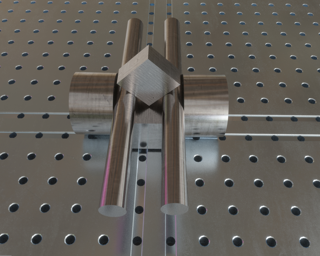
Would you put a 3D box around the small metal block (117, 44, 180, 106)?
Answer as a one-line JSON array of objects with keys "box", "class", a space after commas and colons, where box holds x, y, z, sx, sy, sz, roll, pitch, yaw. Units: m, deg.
[{"box": [-0.013, -0.059, 0.354, 0.050, 0.050, 0.025, -31, 41, 33], "class": "small metal block"}]

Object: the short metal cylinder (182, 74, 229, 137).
[{"box": [0.053, -0.028, 0.391, 0.050, 0.080, 0.080, 0, 50, 1], "class": "short metal cylinder"}]

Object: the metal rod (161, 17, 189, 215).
[{"box": [0.015, -0.042, 0.374, 0.025, 0.025, 0.300, 1, 50, 0], "class": "metal rod"}]

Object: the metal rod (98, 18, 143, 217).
[{"box": [-0.040, -0.041, 0.372, 0.025, 0.025, 0.300, 1, 50, 0], "class": "metal rod"}]

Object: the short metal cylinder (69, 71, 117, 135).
[{"box": [-0.078, -0.031, 0.393, 0.050, 0.080, 0.080, 1, 50, 1], "class": "short metal cylinder"}]

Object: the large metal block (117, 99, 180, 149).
[{"box": [-0.013, -0.020, 0.403, 0.081, 0.050, 0.080, 1, 50, 0], "class": "large metal block"}]
